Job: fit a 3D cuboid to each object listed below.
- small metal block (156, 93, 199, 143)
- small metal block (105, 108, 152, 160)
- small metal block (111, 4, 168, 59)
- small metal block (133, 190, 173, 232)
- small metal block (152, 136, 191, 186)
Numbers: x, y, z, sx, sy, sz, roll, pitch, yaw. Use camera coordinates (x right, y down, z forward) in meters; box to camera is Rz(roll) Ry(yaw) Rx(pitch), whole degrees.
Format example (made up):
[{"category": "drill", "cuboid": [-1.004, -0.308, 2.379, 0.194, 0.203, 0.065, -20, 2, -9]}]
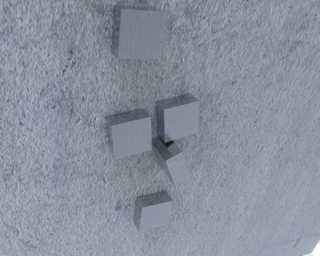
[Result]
[{"category": "small metal block", "cuboid": [0.023, -0.014, 0.411, 0.050, 0.025, 0.050, -15, 125, -20]}, {"category": "small metal block", "cuboid": [-0.039, 0.007, 0.390, 0.050, 0.025, 0.050, -14, 125, -21]}, {"category": "small metal block", "cuboid": [-0.023, -0.102, 0.331, 0.050, 0.025, 0.050, -6, 121, -25]}, {"category": "small metal block", "cuboid": [-0.011, 0.129, 0.480, 0.050, 0.025, 0.050, -6, 121, -26]}, {"category": "small metal block", "cuboid": [0.014, 0.042, 0.424, 0.025, 0.050, 0.050, -28, 128, -11]}]
